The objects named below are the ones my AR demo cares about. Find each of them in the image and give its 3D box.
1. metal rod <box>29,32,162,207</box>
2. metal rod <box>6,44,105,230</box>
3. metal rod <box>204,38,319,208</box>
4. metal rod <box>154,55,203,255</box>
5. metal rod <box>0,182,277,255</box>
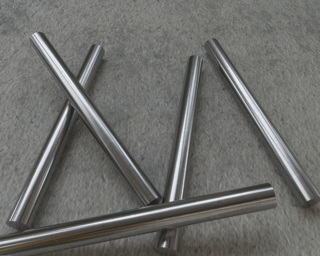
[{"bbox_3d":[-0.094,-0.024,0.395,0.025,0.025,0.300,-29,64,-22],"label":"metal rod"},{"bbox_3d":[-0.124,-0.013,0.412,0.025,0.025,0.300,6,50,5],"label":"metal rod"},{"bbox_3d":[0.126,-0.030,0.429,0.025,0.025,0.300,-12,51,-10],"label":"metal rod"},{"bbox_3d":[0.031,0.008,0.397,0.025,0.025,0.300,8,50,6],"label":"metal rod"},{"bbox_3d":[-0.041,0.094,0.298,0.302,0.025,0.025,-11,51,0],"label":"metal rod"}]
